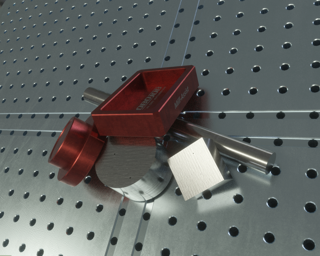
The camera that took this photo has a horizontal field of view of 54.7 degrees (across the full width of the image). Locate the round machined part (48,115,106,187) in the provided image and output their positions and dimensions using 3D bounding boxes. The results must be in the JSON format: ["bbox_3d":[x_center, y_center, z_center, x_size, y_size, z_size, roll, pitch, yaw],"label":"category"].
[{"bbox_3d":[-0.111,0.024,0.406,0.098,0.042,0.098,-47,25,30],"label":"round machined part"}]

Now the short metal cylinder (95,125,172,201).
[{"bbox_3d":[-0.030,0.043,0.377,0.080,0.050,0.080,-13,56,21],"label":"short metal cylinder"}]

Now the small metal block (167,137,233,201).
[{"bbox_3d":[0.043,0.045,0.339,0.050,0.025,0.050,-36,66,25],"label":"small metal block"}]

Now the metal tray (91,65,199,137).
[{"bbox_3d":[-0.014,-0.038,0.393,0.090,0.030,0.131,0,33,27],"label":"metal tray"}]

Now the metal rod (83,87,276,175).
[{"bbox_3d":[0.001,-0.008,0.408,0.300,0.025,0.025,22,73,36],"label":"metal rod"}]
